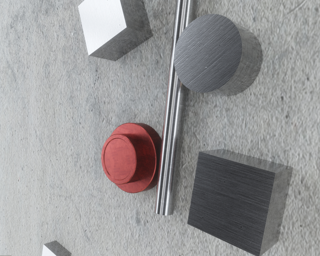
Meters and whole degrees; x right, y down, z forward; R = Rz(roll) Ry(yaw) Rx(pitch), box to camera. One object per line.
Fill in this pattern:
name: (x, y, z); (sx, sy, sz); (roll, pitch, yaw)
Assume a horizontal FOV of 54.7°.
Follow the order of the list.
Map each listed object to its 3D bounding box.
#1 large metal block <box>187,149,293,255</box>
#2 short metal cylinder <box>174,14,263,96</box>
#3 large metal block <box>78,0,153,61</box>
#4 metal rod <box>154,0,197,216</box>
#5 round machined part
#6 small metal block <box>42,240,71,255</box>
large metal block: (0.081, 0.071, 0.320); (0.080, 0.050, 0.079); (14, 99, 39)
short metal cylinder: (0.062, -0.076, 0.336); (0.080, 0.050, 0.079); (0, 90, 39)
large metal block: (-0.065, -0.152, 0.440); (0.080, 0.050, 0.080); (-23, 76, 37)
metal rod: (0.020, -0.040, 0.386); (0.025, 0.025, 0.298); (10, 96, 39)
round machined part: (-0.043, 0.041, 0.427); (0.098, 0.042, 0.097); (0, 90, 39)
small metal block: (-0.188, 0.240, 0.557); (0.050, 0.025, 0.050); (17, 101, 38)
